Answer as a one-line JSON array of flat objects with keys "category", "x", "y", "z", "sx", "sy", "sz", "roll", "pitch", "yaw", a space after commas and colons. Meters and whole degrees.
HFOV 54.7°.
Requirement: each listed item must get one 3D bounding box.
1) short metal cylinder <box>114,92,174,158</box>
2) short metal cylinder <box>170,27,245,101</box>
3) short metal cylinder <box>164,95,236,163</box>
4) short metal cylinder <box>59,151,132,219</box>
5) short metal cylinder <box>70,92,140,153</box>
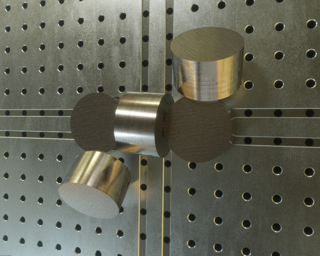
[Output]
[{"category": "short metal cylinder", "x": -0.016, "y": -0.005, "z": 0.388, "sx": 0.050, "sy": 0.080, "sz": 0.079, "roll": 5, "pitch": 92, "yaw": 19}, {"category": "short metal cylinder", "x": 0.054, "y": -0.075, "z": 0.357, "sx": 0.080, "sy": 0.080, "sz": 0.050, "roll": 9, "pitch": 135, "yaw": 19}, {"category": "short metal cylinder", "x": 0.051, "y": 0.000, "z": 0.380, "sx": 0.080, "sy": 0.050, "sz": 0.079, "roll": 0, "pitch": 90, "yaw": 19}, {"category": "short metal cylinder", "x": -0.083, "y": 0.075, "z": 0.405, "sx": 0.080, "sy": 0.050, "sz": 0.080, "roll": 11, "pitch": 137, "yaw": 11}, {"category": "short metal cylinder", "x": -0.073, "y": -0.006, "z": 0.423, "sx": 0.080, "sy": 0.050, "sz": 0.079, "roll": 0, "pitch": 90, "yaw": 19}]
